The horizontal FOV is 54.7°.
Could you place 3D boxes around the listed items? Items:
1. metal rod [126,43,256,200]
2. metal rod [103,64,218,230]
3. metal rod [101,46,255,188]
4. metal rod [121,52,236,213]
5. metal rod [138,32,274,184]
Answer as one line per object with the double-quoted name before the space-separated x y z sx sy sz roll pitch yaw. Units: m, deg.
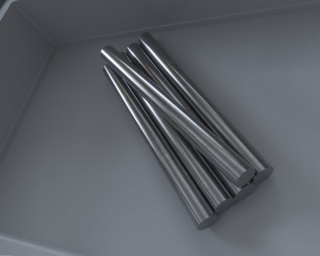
"metal rod" 0.022 -0.031 0.411 0.025 0.025 0.300 -37 51 4
"metal rod" -0.016 0.001 0.412 0.025 0.025 0.300 -37 51 4
"metal rod" 0.000 -0.035 0.392 0.025 0.025 0.300 -43 51 -2
"metal rod" 0.002 -0.017 0.413 0.025 0.025 0.300 -37 51 4
"metal rod" 0.041 -0.048 0.412 0.025 0.025 0.300 -37 51 4
